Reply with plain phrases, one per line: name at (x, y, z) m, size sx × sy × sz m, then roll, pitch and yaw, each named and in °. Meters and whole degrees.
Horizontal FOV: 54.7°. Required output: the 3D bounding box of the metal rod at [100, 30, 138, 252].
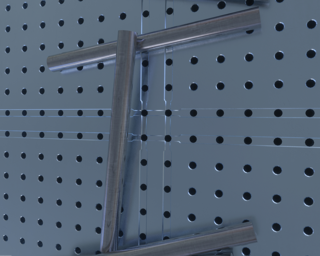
metal rod at (-0.057, 0.024, 0.417) m, size 0.025 × 0.025 × 0.298 m, roll 9°, pitch 98°, yaw 19°

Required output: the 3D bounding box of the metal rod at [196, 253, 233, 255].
metal rod at (-0.050, 0.195, 0.429) m, size 0.301 × 0.025 × 0.025 m, roll -12°, pitch 86°, yaw 19°

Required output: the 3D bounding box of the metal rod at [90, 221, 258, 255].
metal rod at (-0.027, 0.167, 0.405) m, size 0.301 × 0.025 × 0.025 m, roll -17°, pitch 85°, yaw 13°

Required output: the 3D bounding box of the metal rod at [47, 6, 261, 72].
metal rod at (-0.022, -0.115, 0.419) m, size 0.301 × 0.025 × 0.025 m, roll -7°, pitch 88°, yaw 19°
